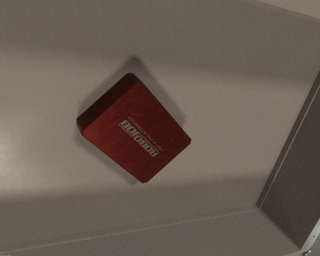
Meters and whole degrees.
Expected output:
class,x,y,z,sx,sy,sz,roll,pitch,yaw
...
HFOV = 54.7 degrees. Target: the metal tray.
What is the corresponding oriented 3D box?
class,x,y,z,sx,sy,sz,roll,pitch,yaw
metal tray,-0.028,0.005,0.395,0.090,0.030,0.130,-42,130,1
